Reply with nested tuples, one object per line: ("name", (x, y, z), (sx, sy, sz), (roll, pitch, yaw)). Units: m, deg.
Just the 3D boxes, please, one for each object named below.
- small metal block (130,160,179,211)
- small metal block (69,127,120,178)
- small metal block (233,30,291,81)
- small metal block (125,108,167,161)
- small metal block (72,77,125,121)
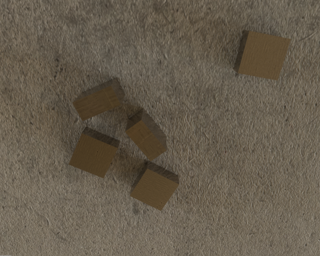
("small metal block", (-0.008, 0.082, 0.440), (0.050, 0.025, 0.050), (28, 108, -10))
("small metal block", (-0.089, 0.033, 0.421), (0.050, 0.025, 0.050), (24, 108, -9))
("small metal block", (0.123, -0.089, 0.378), (0.050, 0.025, 0.050), (10, 110, -4))
("small metal block", (-0.017, 0.007, 0.399), (0.025, 0.050, 0.050), (-36, 106, 12))
("small metal block", (-0.074, -0.037, 0.382), (0.050, 0.050, 0.025), (-22, 109, 8))
